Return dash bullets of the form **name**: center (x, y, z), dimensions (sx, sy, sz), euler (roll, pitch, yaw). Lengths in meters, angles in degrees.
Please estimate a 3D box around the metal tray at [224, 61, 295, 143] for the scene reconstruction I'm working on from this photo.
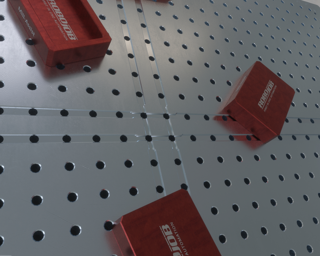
- **metal tray**: center (0.173, -0.048, 0.526), dimensions (0.090, 0.030, 0.130), euler (39, 51, -2)

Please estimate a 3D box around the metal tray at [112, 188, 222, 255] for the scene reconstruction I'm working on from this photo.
- **metal tray**: center (0.017, 0.141, 0.328), dimensions (0.091, 0.030, 0.130), euler (-17, 70, -34)

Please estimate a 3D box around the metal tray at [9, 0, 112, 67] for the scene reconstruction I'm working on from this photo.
- **metal tray**: center (-0.137, -0.151, 0.422), dimensions (0.091, 0.030, 0.130), euler (-23, 74, -36)
